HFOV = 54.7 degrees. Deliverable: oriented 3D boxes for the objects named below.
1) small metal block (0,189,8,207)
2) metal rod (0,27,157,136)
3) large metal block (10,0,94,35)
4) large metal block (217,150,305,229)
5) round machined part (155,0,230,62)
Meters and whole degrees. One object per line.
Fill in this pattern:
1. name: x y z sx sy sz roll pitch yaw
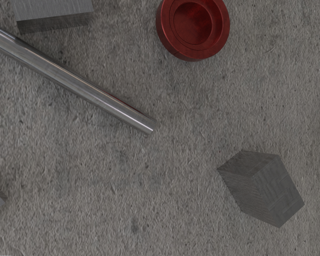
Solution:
1. small metal block: -0.204 0.076 0.334 0.050 0.025 0.050 -39 103 -16
2. metal rod: -0.135 -0.073 0.359 0.301 0.025 0.025 30 80 -18
3. large metal block: -0.128 -0.157 0.348 0.081 0.050 0.080 -15 95 -19
4. large metal block: 0.137 0.081 0.430 0.050 0.080 0.080 -35 101 -17
5. round machined part: 0.040 -0.137 0.414 0.099 0.042 0.097 0 90 -20
